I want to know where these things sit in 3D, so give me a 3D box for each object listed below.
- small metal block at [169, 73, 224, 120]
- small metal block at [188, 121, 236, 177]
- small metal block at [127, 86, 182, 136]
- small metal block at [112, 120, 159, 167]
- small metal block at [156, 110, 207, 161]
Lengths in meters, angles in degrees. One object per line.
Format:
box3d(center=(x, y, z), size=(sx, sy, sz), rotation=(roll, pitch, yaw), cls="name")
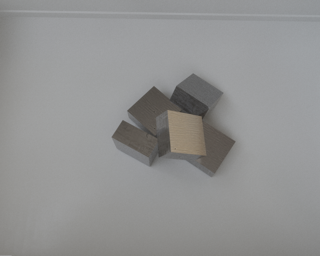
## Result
box3d(center=(0.049, -0.042, 0.412), size=(0.050, 0.025, 0.050), rotation=(35, 41, 11), cls="small metal block")
box3d(center=(0.060, 0.027, 0.399), size=(0.050, 0.025, 0.050), rotation=(34, 73, 11), cls="small metal block")
box3d(center=(-0.007, -0.019, 0.414), size=(0.050, 0.025, 0.050), rotation=(42, 75, 13), cls="small metal block")
box3d(center=(-0.029, 0.020, 0.386), size=(0.050, 0.050, 0.025), rotation=(28, 73, 9), cls="small metal block")
box3d(center=(0.025, 0.010, 0.366), size=(0.050, 0.025, 0.050), rotation=(9, 66, -32), cls="small metal block")
